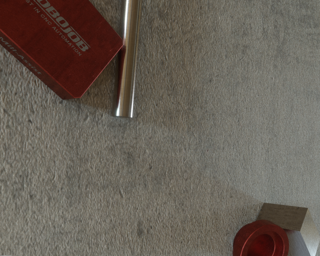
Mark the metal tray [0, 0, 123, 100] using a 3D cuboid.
[{"bbox_3d":[-0.109,-0.102,0.310,0.130,0.030,0.090,47,62,-30],"label":"metal tray"}]

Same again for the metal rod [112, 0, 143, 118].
[{"bbox_3d":[-0.033,-0.161,0.376,0.025,0.025,0.298,7,85,-40],"label":"metal rod"}]

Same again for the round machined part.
[{"bbox_3d":[0.162,0.199,0.517,0.099,0.042,0.097,-3,99,-22],"label":"round machined part"}]

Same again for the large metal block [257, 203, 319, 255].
[{"bbox_3d":[0.230,0.186,0.559,0.050,0.080,0.080,-49,119,-36],"label":"large metal block"}]
